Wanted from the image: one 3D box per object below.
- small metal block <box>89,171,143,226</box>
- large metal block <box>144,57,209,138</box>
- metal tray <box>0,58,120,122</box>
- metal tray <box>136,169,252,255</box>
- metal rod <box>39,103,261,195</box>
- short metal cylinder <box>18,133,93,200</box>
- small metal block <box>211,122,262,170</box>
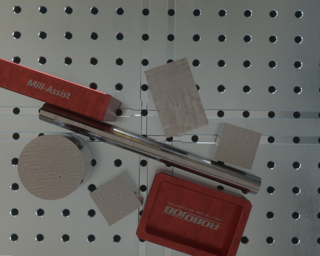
[{"bbox_3d":[-0.057,0.093,0.413,0.050,0.025,0.050,-32,90,0],"label":"small metal block"},{"bbox_3d":[0.019,-0.034,0.387,0.050,0.080,0.080,-19,90,0],"label":"large metal block"},{"bbox_3d":[-0.120,-0.042,0.379,0.131,0.090,0.030,19,90,0],"label":"metal tray"},{"bbox_3d":[0.044,0.117,0.411,0.131,0.030,0.090,18,90,0],"label":"metal tray"},{"bbox_3d":[-0.012,0.028,0.413,0.301,0.025,0.025,19,90,0],"label":"metal rod"},{"bbox_3d":[-0.132,0.047,0.399,0.081,0.050,0.080,0,90,0],"label":"short metal cylinder"},{"bbox_3d":[0.101,0.024,0.414,0.050,0.025,0.050,17,90,0],"label":"small metal block"}]
